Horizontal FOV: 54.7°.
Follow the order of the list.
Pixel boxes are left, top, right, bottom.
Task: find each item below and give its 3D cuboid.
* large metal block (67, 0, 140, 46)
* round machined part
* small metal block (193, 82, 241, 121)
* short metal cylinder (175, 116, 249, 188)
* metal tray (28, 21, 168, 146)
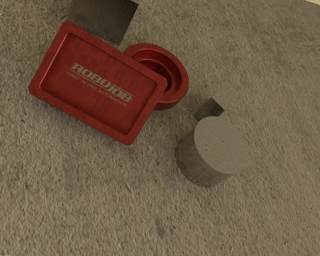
[{"bbox_3d":[-0.077,-0.175,0.434,0.080,0.080,0.050,20,54,-17],"label":"large metal block"},{"bbox_3d":[-0.013,-0.065,0.425,0.099,0.042,0.098,14,56,-21],"label":"round machined part"},{"bbox_3d":[0.083,-0.034,0.453,0.025,0.050,0.050,46,51,3],"label":"small metal block"},{"bbox_3d":[0.067,0.031,0.405,0.081,0.050,0.080,14,56,-21],"label":"short metal cylinder"},{"bbox_3d":[-0.069,-0.049,0.358,0.131,0.090,0.030,29,7,-10],"label":"metal tray"}]
